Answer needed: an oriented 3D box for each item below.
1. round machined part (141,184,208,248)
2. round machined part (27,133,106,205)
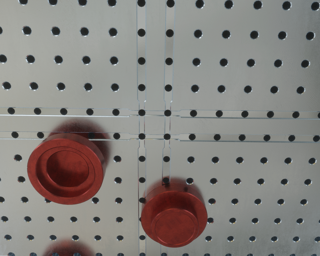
[{"bbox_3d":[0.021,0.135,0.454,0.099,0.042,0.097,0,110,-1],"label":"round machined part"},{"bbox_3d":[-0.123,0.052,0.422,0.099,0.042,0.097,0,110,-1],"label":"round machined part"}]
